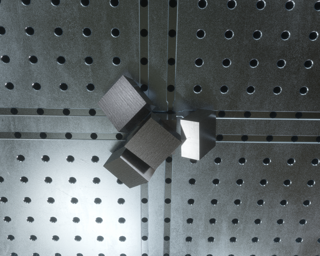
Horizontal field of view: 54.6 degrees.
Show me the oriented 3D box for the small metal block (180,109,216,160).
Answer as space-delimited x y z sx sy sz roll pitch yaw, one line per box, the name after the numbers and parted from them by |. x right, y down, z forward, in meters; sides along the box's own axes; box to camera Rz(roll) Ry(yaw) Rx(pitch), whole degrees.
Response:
0.050 0.007 0.400 0.025 0.050 0.050 10 114 31 | small metal block

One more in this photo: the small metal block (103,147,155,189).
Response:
-0.041 0.052 0.419 0.050 0.025 0.050 43 142 -14 | small metal block

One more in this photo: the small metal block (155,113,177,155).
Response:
-0.004 0.007 0.416 0.050 0.025 0.050 1 113 -1 | small metal block

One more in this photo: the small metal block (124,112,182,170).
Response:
-0.009 0.016 0.392 0.050 0.025 0.050 39 105 -14 | small metal block

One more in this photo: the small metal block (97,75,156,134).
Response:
-0.042 -0.029 0.389 0.050 0.025 0.050 -45 69 14 | small metal block
